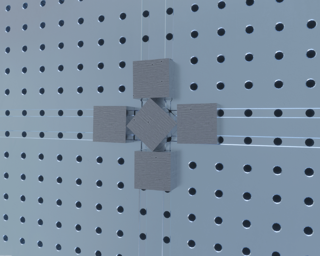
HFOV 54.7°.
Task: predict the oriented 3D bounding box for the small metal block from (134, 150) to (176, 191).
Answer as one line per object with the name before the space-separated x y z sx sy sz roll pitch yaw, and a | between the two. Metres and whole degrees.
small metal block | -0.006 0.056 0.414 0.050 0.025 0.050 0 90 19

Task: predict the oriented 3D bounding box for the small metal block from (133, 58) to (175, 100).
small metal block | -0.008 -0.064 0.414 0.050 0.025 0.050 -1 90 19

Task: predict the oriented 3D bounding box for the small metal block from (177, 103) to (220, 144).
small metal block | 0.049 -0.005 0.394 0.050 0.025 0.050 0 90 19

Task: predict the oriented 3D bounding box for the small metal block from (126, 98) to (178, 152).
small metal block | -0.007 -0.005 0.414 0.050 0.025 0.050 44 103 14

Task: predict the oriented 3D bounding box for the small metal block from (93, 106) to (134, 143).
small metal block | -0.065 -0.005 0.434 0.050 0.025 0.050 2 91 19
